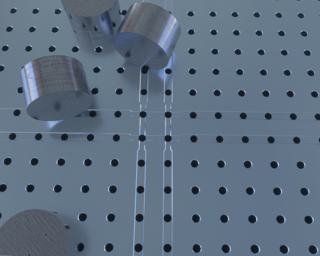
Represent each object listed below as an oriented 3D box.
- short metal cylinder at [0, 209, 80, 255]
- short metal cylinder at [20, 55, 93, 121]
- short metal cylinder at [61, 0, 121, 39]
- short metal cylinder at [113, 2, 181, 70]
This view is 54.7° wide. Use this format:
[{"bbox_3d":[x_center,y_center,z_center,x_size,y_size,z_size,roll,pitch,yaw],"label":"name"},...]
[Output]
[{"bbox_3d":[-0.136,0.134,0.348,0.081,0.050,0.080,0,70,0],"label":"short metal cylinder"},{"bbox_3d":[-0.133,-0.049,0.399,0.081,0.080,0.050,-17,71,-6],"label":"short metal cylinder"},{"bbox_3d":[-0.101,-0.182,0.464,0.081,0.050,0.080,0,70,0],"label":"short metal cylinder"},{"bbox_3d":[-0.017,-0.125,0.428,0.080,0.080,0.050,19,71,6],"label":"short metal cylinder"}]
